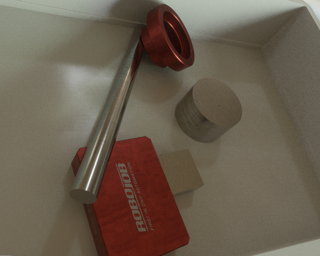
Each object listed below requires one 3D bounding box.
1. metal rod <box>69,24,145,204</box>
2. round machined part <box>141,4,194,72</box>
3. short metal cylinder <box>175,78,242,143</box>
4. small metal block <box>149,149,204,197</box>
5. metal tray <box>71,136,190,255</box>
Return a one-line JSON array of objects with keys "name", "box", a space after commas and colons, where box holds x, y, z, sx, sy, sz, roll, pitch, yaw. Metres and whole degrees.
[{"name": "metal rod", "box": [-0.049, -0.045, 0.382, 0.025, 0.025, 0.300, 24, 45, -14]}, {"name": "round machined part", "box": [0.009, -0.129, 0.463, 0.098, 0.042, 0.098, 38, 42, -43]}, {"name": "short metal cylinder", "box": [0.069, -0.025, 0.444, 0.081, 0.050, 0.080, 14, 56, -21]}, {"name": "small metal block", "box": [0.019, 0.057, 0.383, 0.050, 0.025, 0.050, -9, 67, -33]}, {"name": "metal tray", "box": [-0.033, 0.078, 0.337, 0.091, 0.030, 0.130, -10, 67, -32]}]
